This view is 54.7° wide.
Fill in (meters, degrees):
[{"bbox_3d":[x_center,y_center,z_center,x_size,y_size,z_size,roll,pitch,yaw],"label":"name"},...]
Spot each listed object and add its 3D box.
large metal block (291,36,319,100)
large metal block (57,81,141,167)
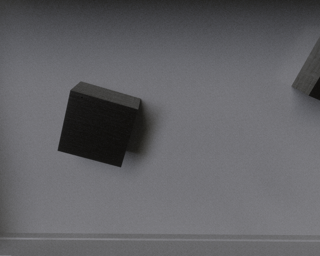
[{"bbox_3d":[0.225,-0.067,0.375,0.080,0.050,0.079,21,109,-8],"label":"large metal block"},{"bbox_3d":[-0.076,-0.006,0.395,0.080,0.050,0.079,16,109,-6],"label":"large metal block"}]
